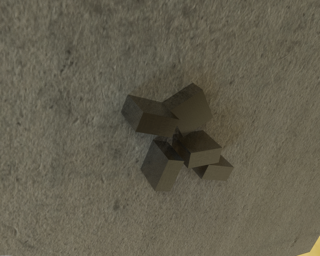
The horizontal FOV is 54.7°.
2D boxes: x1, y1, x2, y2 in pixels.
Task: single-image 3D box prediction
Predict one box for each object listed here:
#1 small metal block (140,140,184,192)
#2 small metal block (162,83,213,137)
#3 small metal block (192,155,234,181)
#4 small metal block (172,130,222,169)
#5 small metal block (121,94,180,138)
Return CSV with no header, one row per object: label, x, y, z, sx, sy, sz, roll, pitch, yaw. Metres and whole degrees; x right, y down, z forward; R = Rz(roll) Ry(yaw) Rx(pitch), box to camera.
small metal block,0.002,0.051,0.425,0.025,0.050,0.050,9,114,-33
small metal block,0.037,-0.024,0.414,0.050,0.025,0.050,-34,129,-7
small metal block,0.073,0.053,0.466,0.050,0.050,0.025,10,113,-33
small metal block,0.051,0.029,0.438,0.050,0.050,0.025,-7,122,-25
small metal block,-0.013,-0.015,0.376,0.050,0.050,0.025,10,113,-33
